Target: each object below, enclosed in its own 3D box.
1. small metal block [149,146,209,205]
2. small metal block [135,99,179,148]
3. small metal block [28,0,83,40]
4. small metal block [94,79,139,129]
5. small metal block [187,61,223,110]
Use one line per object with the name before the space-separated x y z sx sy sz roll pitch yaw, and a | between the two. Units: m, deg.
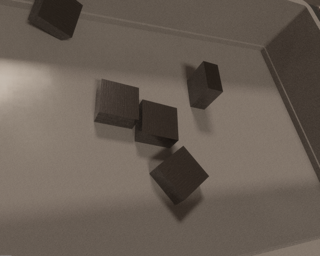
small metal block | 0.024 0.058 0.385 0.050 0.025 0.050 -34 81 -38
small metal block | -0.005 -0.005 0.408 0.050 0.025 0.050 13 56 -22
small metal block | -0.135 -0.151 0.402 0.050 0.025 0.050 28 71 -47
small metal block | -0.055 -0.030 0.396 0.050 0.025 0.050 12 57 -22
small metal block | 0.066 -0.063 0.466 0.025 0.050 0.050 10 58 -24
